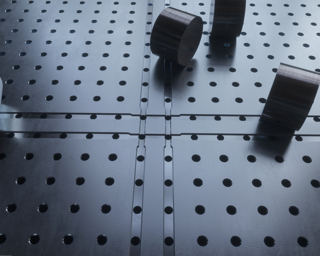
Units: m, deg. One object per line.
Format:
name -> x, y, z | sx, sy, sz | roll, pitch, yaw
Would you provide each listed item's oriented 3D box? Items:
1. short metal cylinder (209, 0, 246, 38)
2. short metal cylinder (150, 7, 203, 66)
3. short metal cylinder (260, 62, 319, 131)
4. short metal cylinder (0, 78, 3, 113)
short metal cylinder -> 0.116, -0.201, 0.543 | 0.050, 0.080, 0.080 | 3, 50, 2
short metal cylinder -> 0.027, -0.146, 0.495 | 0.050, 0.080, 0.080 | 27, 55, 20
short metal cylinder -> 0.170, -0.041, 0.409 | 0.050, 0.080, 0.080 | 20, 53, 16
short metal cylinder -> -0.252, -0.043, 0.404 | 0.081, 0.080, 0.050 | -11, 51, -9
